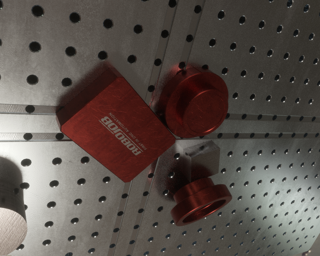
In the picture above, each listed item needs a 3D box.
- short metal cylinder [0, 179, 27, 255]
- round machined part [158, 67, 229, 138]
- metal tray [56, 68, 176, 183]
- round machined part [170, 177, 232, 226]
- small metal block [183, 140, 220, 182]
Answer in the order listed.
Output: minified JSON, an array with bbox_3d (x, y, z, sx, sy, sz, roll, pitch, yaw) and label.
[{"bbox_3d":[-0.197,0.105,0.353,0.081,0.050,0.079,-14,124,-21],"label":"short metal cylinder"},{"bbox_3d":[0.051,-0.028,0.413,0.099,0.042,0.097,-14,124,-21],"label":"round machined part"},{"bbox_3d":[-0.049,0.002,0.384,0.090,0.030,0.130,-41,130,0],"label":"metal tray"},{"bbox_3d":[0.061,0.113,0.490,0.099,0.042,0.098,-21,152,-11],"label":"round machined part"},{"bbox_3d":[0.064,0.052,0.481,0.050,0.025,0.050,-16,125,-20],"label":"small metal block"}]
